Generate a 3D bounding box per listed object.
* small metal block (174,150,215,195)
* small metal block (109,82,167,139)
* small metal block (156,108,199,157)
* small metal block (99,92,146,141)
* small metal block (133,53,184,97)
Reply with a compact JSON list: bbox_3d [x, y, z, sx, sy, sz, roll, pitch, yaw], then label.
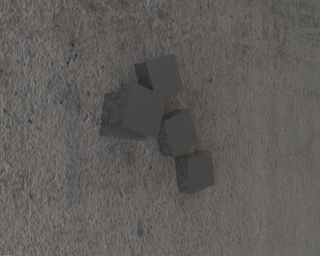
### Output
[{"bbox_3d":[0.050,0.063,0.447,0.050,0.025,0.050,-12,98,-39],"label":"small metal block"},{"bbox_3d":[-0.024,-0.019,0.352,0.050,0.025,0.050,21,77,-38],"label":"small metal block"},{"bbox_3d":[0.021,0.006,0.422,0.050,0.025,0.050,-28,108,-36],"label":"small metal block"},{"bbox_3d":[-0.041,-0.012,0.370,0.050,0.025,0.050,11,83,-39],"label":"small metal block"},{"bbox_3d":[-0.001,-0.066,0.404,0.050,0.025,0.050,-26,106,-37],"label":"small metal block"}]
